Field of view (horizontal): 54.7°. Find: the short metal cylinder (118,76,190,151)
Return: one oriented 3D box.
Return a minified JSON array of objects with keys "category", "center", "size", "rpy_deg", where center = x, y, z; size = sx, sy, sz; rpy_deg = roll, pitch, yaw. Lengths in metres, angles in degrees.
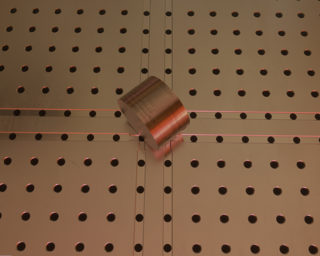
[{"category":"short metal cylinder","center":[-0.008,-0.018,0.388],"size":[0.050,0.080,0.080],"rpy_deg":[-39,75,-13]}]
